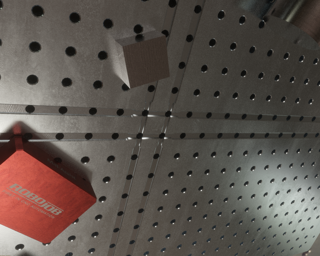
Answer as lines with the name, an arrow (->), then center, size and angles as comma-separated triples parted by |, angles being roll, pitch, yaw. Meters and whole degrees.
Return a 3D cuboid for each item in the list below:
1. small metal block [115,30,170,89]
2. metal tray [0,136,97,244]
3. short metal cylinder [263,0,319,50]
small metal block -> -0.019, -0.079, 0.353 | 0.050, 0.025, 0.050 | -20, 126, -17
metal tray -> -0.153, 0.080, 0.374 | 0.090, 0.030, 0.130 | -42, 130, 0
short metal cylinder -> 0.179, -0.141, 0.389 | 0.080, 0.080, 0.050 | 23, 106, -37
